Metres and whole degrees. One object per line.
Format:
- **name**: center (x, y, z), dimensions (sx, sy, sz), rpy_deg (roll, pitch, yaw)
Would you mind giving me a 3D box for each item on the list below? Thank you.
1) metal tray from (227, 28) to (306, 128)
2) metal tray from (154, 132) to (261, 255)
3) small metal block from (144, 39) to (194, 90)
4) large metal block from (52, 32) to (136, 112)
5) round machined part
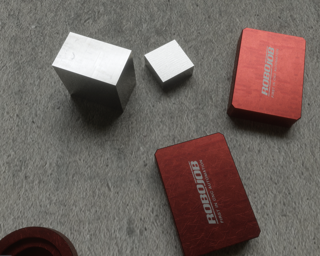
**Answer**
- **metal tray**: center (0.149, -0.072, 0.433), dimensions (0.090, 0.030, 0.130), rpy_deg (12, 70, 4)
- **metal tray**: center (0.053, 0.079, 0.377), dimensions (0.091, 0.030, 0.130), rpy_deg (-15, 71, -6)
- **small metal block**: center (0.013, -0.090, 0.441), dimensions (0.050, 0.025, 0.050), rpy_deg (-30, 73, -11)
- **large metal block**: center (-0.080, -0.070, 0.404), dimensions (0.080, 0.080, 0.050), rpy_deg (18, 71, 6)
- **round machined part**: center (-0.137, 0.160, 0.340), dimensions (0.099, 0.042, 0.098), rpy_deg (0, 70, 0)
